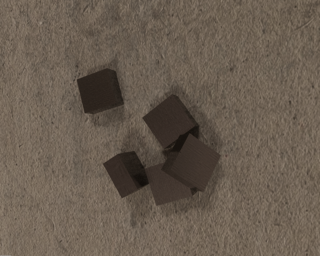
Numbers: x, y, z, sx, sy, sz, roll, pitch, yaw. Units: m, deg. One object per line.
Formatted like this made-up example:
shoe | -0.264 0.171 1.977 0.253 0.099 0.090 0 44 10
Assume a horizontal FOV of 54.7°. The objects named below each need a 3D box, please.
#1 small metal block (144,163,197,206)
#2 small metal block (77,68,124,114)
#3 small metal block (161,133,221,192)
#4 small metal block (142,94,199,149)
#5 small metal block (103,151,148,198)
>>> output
small metal block | 0.014 0.068 0.403 0.050 0.025 0.050 -20 84 18
small metal block | -0.084 -0.051 0.437 0.050 0.025 0.050 -16 85 19
small metal block | 0.038 0.042 0.373 0.050 0.025 0.050 35 71 -16
small metal block | 0.014 -0.008 0.403 0.050 0.025 0.050 -38 78 16
small metal block | -0.042 0.060 0.409 0.025 0.050 0.050 -34 79 17
